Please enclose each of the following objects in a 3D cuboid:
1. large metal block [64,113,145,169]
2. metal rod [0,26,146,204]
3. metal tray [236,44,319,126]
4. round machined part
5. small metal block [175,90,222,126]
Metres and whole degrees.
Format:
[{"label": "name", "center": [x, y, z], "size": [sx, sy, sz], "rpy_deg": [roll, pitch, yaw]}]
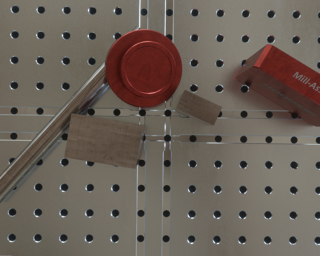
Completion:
[{"label": "large metal block", "center": [-0.063, 0.014, 0.385], "size": [0.080, 0.080, 0.050], "rpy_deg": [9, 90, -1]}, {"label": "metal rod", "center": [-0.123, -0.016, 0.411], "size": [0.025, 0.025, 0.300], "rpy_deg": [42, 90, -1]}, {"label": "metal tray", "center": [0.167, -0.047, 0.383], "size": [0.130, 0.090, 0.030], "rpy_deg": [31, 90, -1]}, {"label": "round machined part", "center": [-0.018, -0.074, 0.390], "size": [0.099, 0.042, 0.097], "rpy_deg": [-4, 104, -14]}, {"label": "small metal block", "center": [0.048, -0.025, 0.402], "size": [0.050, 0.050, 0.025], "rpy_deg": [25, 90, -1]}]
